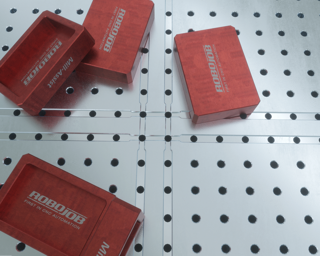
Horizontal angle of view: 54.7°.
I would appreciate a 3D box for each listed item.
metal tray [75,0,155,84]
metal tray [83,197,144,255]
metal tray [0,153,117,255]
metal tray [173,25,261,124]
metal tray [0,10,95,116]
[{"bbox_3d":[-0.068,-0.137,0.458,0.090,0.030,0.130,14,70,5],"label":"metal tray"},{"bbox_3d":[-0.060,0.142,0.324,0.030,0.090,0.130,25,72,8],"label":"metal tray"},{"bbox_3d":[-0.126,0.098,0.371,0.130,0.030,0.090,24,71,8],"label":"metal tray"},{"bbox_3d":[0.076,-0.078,0.438,0.091,0.030,0.129,-11,70,-5],"label":"metal tray"},{"bbox_3d":[-0.161,-0.091,0.418,0.090,0.030,0.130,30,79,29],"label":"metal tray"}]
